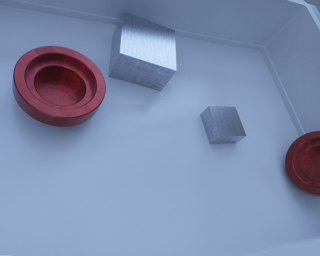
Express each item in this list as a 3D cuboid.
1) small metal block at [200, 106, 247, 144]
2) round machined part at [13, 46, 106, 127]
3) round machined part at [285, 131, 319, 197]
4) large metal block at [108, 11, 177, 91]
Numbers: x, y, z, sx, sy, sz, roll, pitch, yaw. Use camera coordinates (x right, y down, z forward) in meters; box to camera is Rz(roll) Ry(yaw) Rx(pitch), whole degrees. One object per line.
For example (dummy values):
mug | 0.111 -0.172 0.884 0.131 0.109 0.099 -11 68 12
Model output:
small metal block | 0.094 -0.004 0.461 0.050 0.025 0.050 0 62 -29
round machined part | -0.117 -0.044 0.359 0.099 0.042 0.098 14 56 -21
round machined part | 0.247 0.057 0.472 0.042 0.098 0.098 36 40 -53
large metal block | -0.025 -0.108 0.444 0.081 0.050 0.080 13 56 -21
